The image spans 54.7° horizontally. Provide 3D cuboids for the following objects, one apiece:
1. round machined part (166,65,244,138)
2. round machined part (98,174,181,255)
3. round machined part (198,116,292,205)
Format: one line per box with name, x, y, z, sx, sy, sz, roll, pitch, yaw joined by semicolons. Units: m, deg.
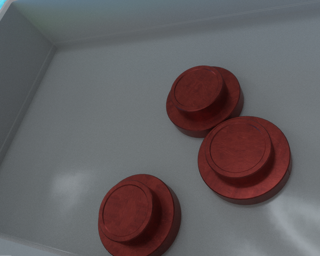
round machined part;0.052;-0.040;0.392;0.098;0.042;0.098;-13;56;21
round machined part;-0.029;0.098;0.350;0.098;0.042;0.098;-13;56;21
round machined part;0.087;0.029;0.332;0.098;0.042;0.098;-13;56;21
